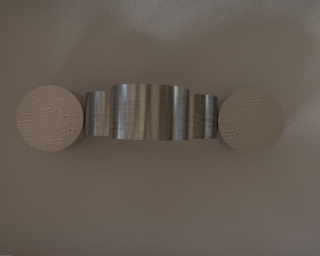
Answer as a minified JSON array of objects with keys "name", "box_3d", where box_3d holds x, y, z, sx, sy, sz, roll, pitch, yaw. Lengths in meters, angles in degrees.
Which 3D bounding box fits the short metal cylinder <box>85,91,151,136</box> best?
[{"name":"short metal cylinder","box_3d":[-0.051,-0.016,0.381,0.081,0.080,0.050,2,90,0]}]

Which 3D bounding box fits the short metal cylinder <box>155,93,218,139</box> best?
[{"name":"short metal cylinder","box_3d":[0.030,-0.013,0.382,0.081,0.080,0.050,2,90,0]}]

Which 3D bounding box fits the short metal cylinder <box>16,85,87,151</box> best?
[{"name":"short metal cylinder","box_3d":[-0.132,-0.012,0.396,0.081,0.050,0.080,0,90,0]}]

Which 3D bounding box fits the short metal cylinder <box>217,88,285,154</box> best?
[{"name":"short metal cylinder","box_3d":[0.110,-0.008,0.398,0.081,0.050,0.080,0,90,0]}]

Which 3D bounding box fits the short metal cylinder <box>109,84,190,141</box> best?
[{"name":"short metal cylinder","box_3d":[-0.010,-0.014,0.313,0.081,0.080,0.050,2,90,0]}]
